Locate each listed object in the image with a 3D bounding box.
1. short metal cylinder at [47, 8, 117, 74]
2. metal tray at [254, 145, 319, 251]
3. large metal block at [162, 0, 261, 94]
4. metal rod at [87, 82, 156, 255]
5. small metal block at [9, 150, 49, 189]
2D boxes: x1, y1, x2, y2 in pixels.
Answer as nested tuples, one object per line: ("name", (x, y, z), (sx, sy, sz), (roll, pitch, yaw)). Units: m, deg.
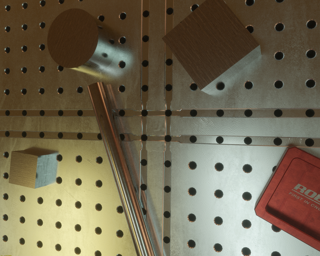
("short metal cylinder", (-0.109, -0.120, 0.436), (0.080, 0.050, 0.079), (0, 90, 19))
("metal tray", (0.185, 0.087, 0.344), (0.130, 0.030, 0.090), (28, 99, 17))
("large metal block", (0.064, -0.099, 0.376), (0.080, 0.050, 0.080), (-38, 78, 16))
("metal rod", (-0.047, 0.080, 0.428), (0.025, 0.025, 0.299), (-20, 84, 18))
("small metal block", (-0.204, 0.063, 0.483), (0.050, 0.025, 0.050), (7, 92, 19))
